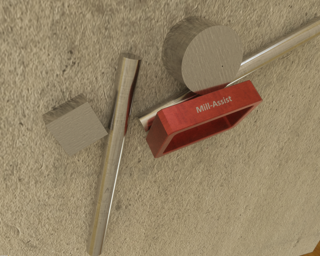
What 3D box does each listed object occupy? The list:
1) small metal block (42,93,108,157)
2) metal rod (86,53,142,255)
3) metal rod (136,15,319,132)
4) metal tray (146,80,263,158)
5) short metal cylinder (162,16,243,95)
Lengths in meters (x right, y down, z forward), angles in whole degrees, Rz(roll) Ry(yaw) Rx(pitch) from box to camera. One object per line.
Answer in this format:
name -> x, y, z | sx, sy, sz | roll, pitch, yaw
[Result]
small metal block -> -0.095, -0.004, 0.352 | 0.050, 0.025, 0.050 | -31, 129, -8
metal rod -> -0.065, 0.052, 0.403 | 0.025, 0.025, 0.298 | 0, 119, -28
metal rod -> 0.105, -0.078, 0.415 | 0.301, 0.025, 0.025 | -29, 128, -10
metal tray -> 0.053, -0.010, 0.392 | 0.131, 0.030, 0.090 | -20, 162, -20
short metal cylinder -> 0.049, -0.085, 0.364 | 0.081, 0.050, 0.079 | -14, 124, -21
